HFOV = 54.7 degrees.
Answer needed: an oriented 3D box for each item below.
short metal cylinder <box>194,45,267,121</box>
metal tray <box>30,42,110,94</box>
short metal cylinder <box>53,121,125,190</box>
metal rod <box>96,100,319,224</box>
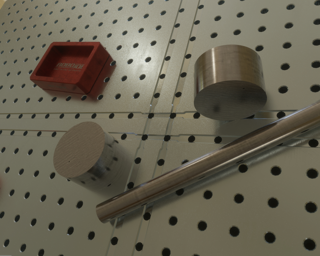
[{"bbox_3d":[0.080,-0.050,0.362,0.080,0.080,0.050,-10,57,23],"label":"short metal cylinder"},{"bbox_3d":[-0.165,-0.112,0.560,0.130,0.030,0.090,10,67,32],"label":"metal tray"},{"bbox_3d":[-0.095,0.038,0.419,0.080,0.050,0.080,-13,56,21],"label":"short metal cylinder"},{"bbox_3d":[0.060,0.039,0.352,0.300,0.025,0.025,-27,53,11],"label":"metal rod"}]
